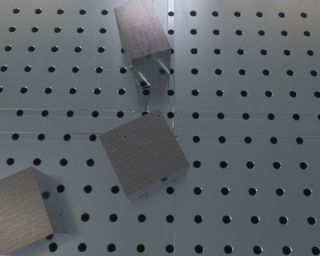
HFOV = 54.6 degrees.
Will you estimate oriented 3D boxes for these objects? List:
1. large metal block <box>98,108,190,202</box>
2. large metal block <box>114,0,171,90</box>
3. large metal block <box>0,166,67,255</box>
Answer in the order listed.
[{"bbox_3d":[-0.019,0.034,0.386,0.080,0.050,0.080,-25,72,-9],"label":"large metal block"},{"bbox_3d":[-0.023,-0.111,0.423,0.050,0.080,0.080,-17,71,-6],"label":"large metal block"},{"bbox_3d":[-0.167,0.102,0.360,0.080,0.050,0.080,-23,72,-8],"label":"large metal block"}]
